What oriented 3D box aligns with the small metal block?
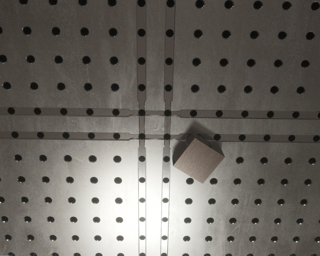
[{"bbox_3d":[0.053,0.041,0.429,0.050,0.025,0.050,32,107,-12],"label":"small metal block"}]
